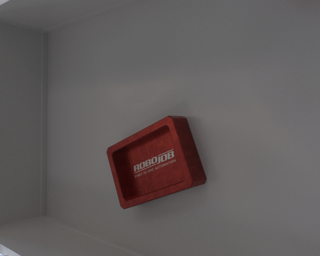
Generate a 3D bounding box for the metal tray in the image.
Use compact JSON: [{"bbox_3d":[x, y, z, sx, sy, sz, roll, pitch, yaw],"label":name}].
[{"bbox_3d":[-0.011,0.048,0.412,0.130,0.030,0.090,-27,73,36],"label":"metal tray"}]
